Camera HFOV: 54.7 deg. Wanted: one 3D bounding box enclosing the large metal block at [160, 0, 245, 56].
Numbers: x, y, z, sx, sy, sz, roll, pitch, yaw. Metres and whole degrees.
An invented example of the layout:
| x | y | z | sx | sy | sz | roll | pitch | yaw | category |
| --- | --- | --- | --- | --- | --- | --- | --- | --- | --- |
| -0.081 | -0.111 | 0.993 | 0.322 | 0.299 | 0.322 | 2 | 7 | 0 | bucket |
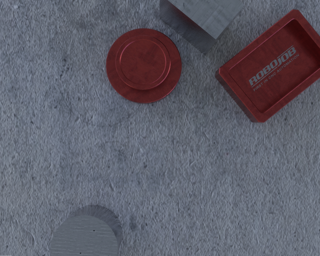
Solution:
| x | y | z | sx | sy | sz | roll | pitch | yaw | category |
| --- | --- | --- | --- | --- | --- | --- | --- | --- | --- |
| 0.047 | -0.143 | 0.383 | 0.080 | 0.080 | 0.050 | 39 | 90 | 0 | large metal block |

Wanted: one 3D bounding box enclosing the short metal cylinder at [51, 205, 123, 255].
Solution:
| x | y | z | sx | sy | sz | roll | pitch | yaw | category |
| --- | --- | --- | --- | --- | --- | --- | --- | --- | --- |
| -0.091 | 0.145 | 0.397 | 0.081 | 0.050 | 0.080 | 0 | 90 | 0 | short metal cylinder |

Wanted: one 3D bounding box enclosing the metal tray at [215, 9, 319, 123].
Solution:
| x | y | z | sx | sy | sz | roll | pitch | yaw | category |
| --- | --- | --- | --- | --- | --- | --- | --- | --- | --- |
| 0.151 | -0.079 | 0.408 | 0.130 | 0.030 | 0.090 | -39 | 90 | 0 | metal tray |

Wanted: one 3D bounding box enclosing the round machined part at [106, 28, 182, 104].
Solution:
| x | y | z | sx | sy | sz | roll | pitch | yaw | category |
| --- | --- | --- | --- | --- | --- | --- | --- | --- | --- |
| -0.021 | -0.081 | 0.401 | 0.099 | 0.042 | 0.097 | 0 | 90 | 0 | round machined part |
